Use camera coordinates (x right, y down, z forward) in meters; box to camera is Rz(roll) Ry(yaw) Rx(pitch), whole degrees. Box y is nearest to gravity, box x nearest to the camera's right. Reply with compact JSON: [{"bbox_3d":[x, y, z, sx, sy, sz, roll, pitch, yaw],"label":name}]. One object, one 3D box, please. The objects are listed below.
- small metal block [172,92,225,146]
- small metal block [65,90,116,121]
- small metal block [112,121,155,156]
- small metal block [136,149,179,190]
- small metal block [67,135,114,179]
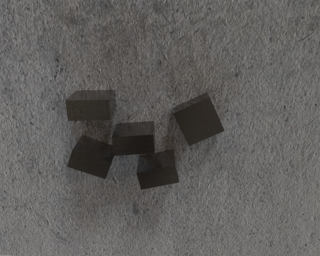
[{"bbox_3d":[0.050,-0.012,0.406,0.050,0.025,0.050,-24,109,8],"label":"small metal block"},{"bbox_3d":[-0.084,-0.029,0.385,0.050,0.050,0.025,-1,110,0],"label":"small metal block"},{"bbox_3d":[-0.032,0.012,0.401,0.050,0.050,0.025,-4,110,1],"label":"small metal block"},{"bbox_3d":[-0.002,0.055,0.416,0.050,0.050,0.025,-11,110,4],"label":"small metal block"},{"bbox_3d":[-0.088,0.037,0.409,0.050,0.050,0.025,20,109,-7],"label":"small metal block"}]
